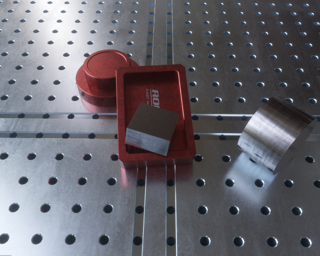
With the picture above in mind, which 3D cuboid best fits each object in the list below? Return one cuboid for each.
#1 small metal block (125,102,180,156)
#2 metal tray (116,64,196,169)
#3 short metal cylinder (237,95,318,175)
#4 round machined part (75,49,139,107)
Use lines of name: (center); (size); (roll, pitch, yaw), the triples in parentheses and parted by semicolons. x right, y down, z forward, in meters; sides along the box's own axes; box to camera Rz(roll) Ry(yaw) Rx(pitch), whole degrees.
small metal block: (-0.008, 0.000, 0.366); (0.050, 0.025, 0.050); (17, 42, 5)
metal tray: (-0.008, -0.017, 0.394); (0.091, 0.030, 0.130); (-4, 67, -3)
short metal cylinder: (0.138, 0.008, 0.366); (0.080, 0.080, 0.050); (-36, 59, -26)
round machined part: (-0.077, -0.081, 0.464); (0.099, 0.042, 0.098); (0, 50, 0)
